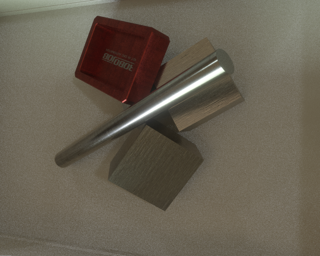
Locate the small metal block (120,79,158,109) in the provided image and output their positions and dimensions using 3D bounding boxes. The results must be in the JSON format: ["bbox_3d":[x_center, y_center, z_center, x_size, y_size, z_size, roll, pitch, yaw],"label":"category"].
[{"bbox_3d":[-0.025,-0.039,0.404,0.050,0.025,0.050,-29,67,41],"label":"small metal block"}]

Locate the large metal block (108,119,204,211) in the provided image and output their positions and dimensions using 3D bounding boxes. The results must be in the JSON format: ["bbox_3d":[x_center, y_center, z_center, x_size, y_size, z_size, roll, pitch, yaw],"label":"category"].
[{"bbox_3d":[-0.007,0.041,0.381,0.080,0.050,0.080,32,102,-14],"label":"large metal block"}]

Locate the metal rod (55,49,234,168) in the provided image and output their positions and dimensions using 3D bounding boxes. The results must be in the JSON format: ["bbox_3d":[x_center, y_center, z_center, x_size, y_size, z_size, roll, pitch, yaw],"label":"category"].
[{"bbox_3d":[-0.044,-0.005,0.365,0.299,0.025,0.025,-28,81,41],"label":"metal rod"}]

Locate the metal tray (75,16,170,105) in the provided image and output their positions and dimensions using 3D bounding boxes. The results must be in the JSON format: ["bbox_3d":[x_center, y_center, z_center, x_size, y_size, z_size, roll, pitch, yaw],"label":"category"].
[{"bbox_3d":[-0.054,-0.089,0.397,0.130,0.030,0.089,29,100,43],"label":"metal tray"}]

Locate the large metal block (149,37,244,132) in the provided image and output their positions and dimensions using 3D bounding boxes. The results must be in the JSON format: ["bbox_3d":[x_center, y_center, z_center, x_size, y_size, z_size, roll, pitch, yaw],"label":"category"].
[{"bbox_3d":[0.046,-0.050,0.380,0.080,0.050,0.080,-30,81,17],"label":"large metal block"}]
